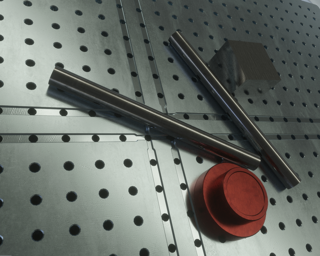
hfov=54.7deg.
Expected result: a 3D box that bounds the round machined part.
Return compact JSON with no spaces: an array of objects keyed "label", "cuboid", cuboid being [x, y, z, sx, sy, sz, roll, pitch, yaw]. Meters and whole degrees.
[{"label":"round machined part","cuboid":[0.097,0.089,0.395,0.099,0.042,0.098,14,56,-21]}]

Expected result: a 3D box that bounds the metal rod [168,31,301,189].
[{"label":"metal rod","cuboid":[0.112,-0.034,0.488,0.025,0.025,0.299,-29,78,-37]}]

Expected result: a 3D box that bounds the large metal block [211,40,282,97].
[{"label":"large metal block","cuboid":[0.147,-0.101,0.532,0.081,0.050,0.080,-4,64,-30]}]

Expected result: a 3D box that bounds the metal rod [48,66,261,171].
[{"label":"metal rod","cuboid":[0.004,-0.007,0.413,0.302,0.025,0.025,23,53,-14]}]
